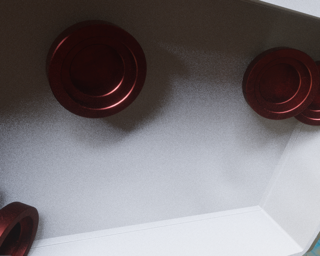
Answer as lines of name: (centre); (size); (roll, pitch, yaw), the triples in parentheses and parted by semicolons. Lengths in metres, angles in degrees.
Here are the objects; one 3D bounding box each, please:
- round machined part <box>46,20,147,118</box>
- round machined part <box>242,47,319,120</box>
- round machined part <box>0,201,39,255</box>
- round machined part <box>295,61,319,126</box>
round machined part: (-0.067, -0.062, 0.322); (0.099, 0.042, 0.097); (-14, 124, -21)
round machined part: (0.163, -0.064, 0.431); (0.099, 0.042, 0.097); (-1, 112, -2)
round machined part: (-0.185, 0.131, 0.354); (0.042, 0.098, 0.097); (18, 115, 5)
round machined part: (0.242, -0.056, 0.477); (0.099, 0.042, 0.097); (3, 116, 6)
